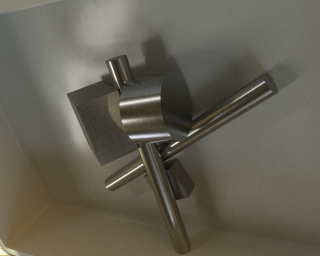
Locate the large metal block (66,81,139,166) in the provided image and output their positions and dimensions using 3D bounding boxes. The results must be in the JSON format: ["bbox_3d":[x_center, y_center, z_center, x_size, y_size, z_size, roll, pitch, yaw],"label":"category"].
[{"bbox_3d":[-0.075,-0.009,0.398,0.080,0.050,0.080,34,145,61],"label":"large metal block"}]

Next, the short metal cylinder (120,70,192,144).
[{"bbox_3d":[-0.002,-0.022,0.356,0.050,0.080,0.080,-5,116,29],"label":"short metal cylinder"}]

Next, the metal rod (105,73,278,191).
[{"bbox_3d":[0.017,0.022,0.409,0.025,0.025,0.299,49,128,-7],"label":"metal rod"}]

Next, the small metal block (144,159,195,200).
[{"bbox_3d":[0.014,0.077,0.446,0.050,0.025,0.050,-23,106,36],"label":"small metal block"}]

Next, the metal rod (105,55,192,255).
[{"bbox_3d":[-0.007,0.052,0.408,0.025,0.025,0.298,-5,115,30],"label":"metal rod"}]
